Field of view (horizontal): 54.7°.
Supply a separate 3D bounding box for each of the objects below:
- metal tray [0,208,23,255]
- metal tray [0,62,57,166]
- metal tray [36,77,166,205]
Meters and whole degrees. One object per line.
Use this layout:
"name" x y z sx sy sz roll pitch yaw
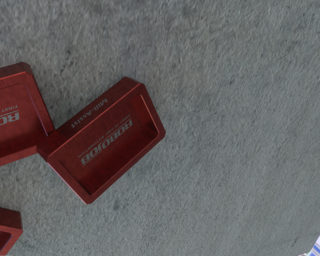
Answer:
"metal tray" -0.238 0.147 0.364 0.090 0.030 0.130 31 101 -39
"metal tray" -0.178 -0.002 0.304 0.131 0.030 0.089 -21 127 -17
"metal tray" -0.060 0.014 0.356 0.131 0.030 0.090 -42 135 -19
